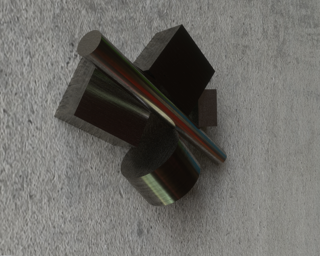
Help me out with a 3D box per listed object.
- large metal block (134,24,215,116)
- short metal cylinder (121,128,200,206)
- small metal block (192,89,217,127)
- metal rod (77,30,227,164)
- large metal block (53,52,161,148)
[{"bbox_3d":[0.015,-0.071,0.399,0.080,0.050,0.080,47,62,-30],"label":"large metal block"},{"bbox_3d":[0.001,0.045,0.370,0.080,0.080,0.050,-51,121,-27],"label":"short metal cylinder"},{"bbox_3d":[0.062,-0.027,0.438,0.025,0.050,0.050,-1,92,-4],"label":"small metal block"},{"bbox_3d":[0.017,-0.012,0.367,0.301,0.025,0.025,37,66,-51],"label":"metal rod"},{"bbox_3d":[-0.056,-0.032,0.343,0.080,0.050,0.080,31,71,-36],"label":"large metal block"}]
